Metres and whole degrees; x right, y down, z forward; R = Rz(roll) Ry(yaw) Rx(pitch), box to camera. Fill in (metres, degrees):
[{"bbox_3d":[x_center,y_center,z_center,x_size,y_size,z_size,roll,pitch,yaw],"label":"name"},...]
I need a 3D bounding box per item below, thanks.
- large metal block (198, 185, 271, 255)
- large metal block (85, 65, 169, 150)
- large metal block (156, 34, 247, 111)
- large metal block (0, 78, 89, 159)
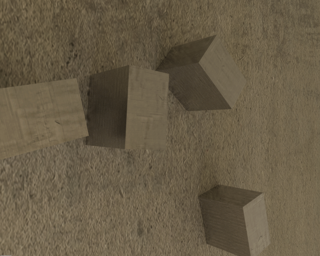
[{"bbox_3d":[0.110,0.136,0.461,0.050,0.080,0.080,-19,102,-38],"label":"large metal block"},{"bbox_3d":[-0.037,-0.019,0.337,0.050,0.080,0.080,5,87,-40],"label":"large metal block"},{"bbox_3d":[0.054,-0.069,0.414,0.080,0.080,0.050,47,62,-30],"label":"large metal block"},{"bbox_3d":[-0.121,-0.009,0.267,0.081,0.080,0.050,-17,101,-39],"label":"large metal block"}]
